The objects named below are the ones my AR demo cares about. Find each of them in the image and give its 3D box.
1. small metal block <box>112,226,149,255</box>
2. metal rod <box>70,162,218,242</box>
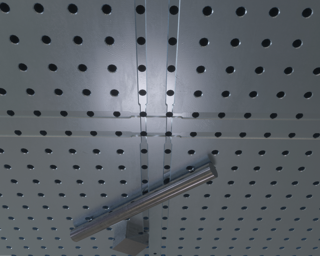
[{"bbox_3d":[-0.057,0.219,0.598,0.050,0.025,0.050,27,125,-22],"label":"small metal block"},{"bbox_3d":[-0.039,0.132,0.523,0.300,0.025,0.025,-30,124,23],"label":"metal rod"}]
